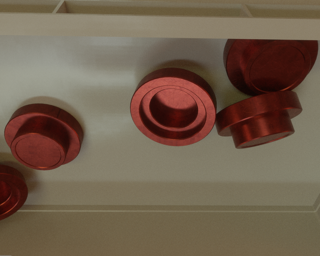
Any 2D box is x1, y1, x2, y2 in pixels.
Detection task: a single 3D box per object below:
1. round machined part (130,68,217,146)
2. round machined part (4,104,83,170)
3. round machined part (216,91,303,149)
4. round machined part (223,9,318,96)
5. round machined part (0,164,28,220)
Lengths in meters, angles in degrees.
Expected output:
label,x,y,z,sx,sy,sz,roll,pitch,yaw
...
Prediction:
label,x,y,z,sx,sy,sz,roll,pitch,yaw
round machined part,0.017,-0.028,0.367,0.099,0.042,0.097,6,129,7
round machined part,-0.156,0.019,0.412,0.099,0.042,0.097,-1,130,0
round machined part,0.117,-0.005,0.364,0.099,0.042,0.098,-13,166,-3
round machined part,0.122,-0.073,0.337,0.099,0.042,0.097,-1,130,0
round machined part,-0.250,0.091,0.454,0.099,0.042,0.097,-20,133,-22
